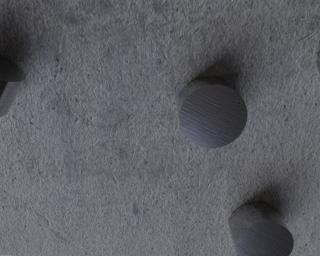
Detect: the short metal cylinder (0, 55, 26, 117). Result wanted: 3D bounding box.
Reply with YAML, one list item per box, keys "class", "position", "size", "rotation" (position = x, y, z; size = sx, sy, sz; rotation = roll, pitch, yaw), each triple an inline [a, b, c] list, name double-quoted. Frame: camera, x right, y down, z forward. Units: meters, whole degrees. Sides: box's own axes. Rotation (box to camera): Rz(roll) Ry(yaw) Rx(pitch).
- class: "short metal cylinder"
  position: [-0.207, -0.055, 0.358]
  size: [0.080, 0.080, 0.050]
  rotation: [31, 107, -11]

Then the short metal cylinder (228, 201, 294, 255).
- class: "short metal cylinder"
  position: [0.146, 0.156, 0.455]
  size: [0.081, 0.050, 0.079]
  rotation: [0, 110, 0]

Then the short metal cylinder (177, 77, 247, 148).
- class: "short metal cylinder"
  position: [0.063, -0.021, 0.389]
  size: [0.081, 0.050, 0.079]
  rotation: [0, 110, 0]

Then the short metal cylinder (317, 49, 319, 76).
- class: "short metal cylinder"
  position: [0.239, -0.081, 0.369]
  size: [0.081, 0.050, 0.079]
  rotation: [0, 110, 0]
